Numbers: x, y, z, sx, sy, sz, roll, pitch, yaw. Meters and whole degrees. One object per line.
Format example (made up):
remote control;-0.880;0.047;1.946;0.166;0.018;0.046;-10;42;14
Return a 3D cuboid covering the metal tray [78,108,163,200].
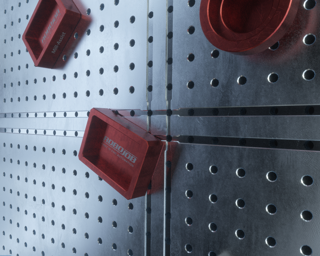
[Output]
metal tray;-0.064;0.034;0.458;0.130;0.030;0.089;30;108;36

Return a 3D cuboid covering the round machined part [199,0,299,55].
round machined part;0.094;-0.124;0.321;0.098;0.042;0.097;0;90;40

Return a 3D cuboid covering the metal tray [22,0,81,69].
metal tray;-0.205;-0.187;0.575;0.129;0.030;0.090;-48;62;29
